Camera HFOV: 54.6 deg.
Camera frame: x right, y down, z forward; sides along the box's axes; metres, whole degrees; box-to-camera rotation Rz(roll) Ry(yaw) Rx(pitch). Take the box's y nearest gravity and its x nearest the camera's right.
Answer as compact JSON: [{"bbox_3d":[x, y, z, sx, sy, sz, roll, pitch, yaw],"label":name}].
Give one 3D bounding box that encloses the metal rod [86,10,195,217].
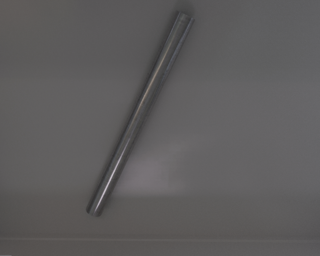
[{"bbox_3d":[-0.033,-0.005,0.408,0.025,0.025,0.298,24,108,-9],"label":"metal rod"}]
